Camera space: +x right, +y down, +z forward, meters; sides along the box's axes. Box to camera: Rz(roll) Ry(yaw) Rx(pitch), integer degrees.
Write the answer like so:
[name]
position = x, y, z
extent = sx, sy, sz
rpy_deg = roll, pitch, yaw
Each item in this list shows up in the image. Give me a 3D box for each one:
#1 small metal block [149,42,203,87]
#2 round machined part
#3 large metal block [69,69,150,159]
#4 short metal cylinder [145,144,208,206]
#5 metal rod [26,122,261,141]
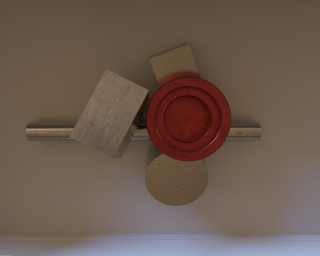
[small metal block]
position = 0.019, -0.072, 0.384
extent = 0.050, 0.025, 0.050
rpy_deg = -20, 109, 6
[round machined part]
position = 0.033, -0.011, 0.377
extent = 0.099, 0.042, 0.097
rpy_deg = 0, 93, 0
[large metal block]
position = -0.052, -0.012, 0.360
extent = 0.050, 0.080, 0.080
rpy_deg = 27, 85, 2
[short metal cylinder]
position = 0.021, 0.056, 0.417
extent = 0.081, 0.050, 0.079
rpy_deg = 0, 110, -1
[metal rod]
position = -0.020, 0.005, 0.410
extent = 0.302, 0.025, 0.025
rpy_deg = 0, 110, -1
